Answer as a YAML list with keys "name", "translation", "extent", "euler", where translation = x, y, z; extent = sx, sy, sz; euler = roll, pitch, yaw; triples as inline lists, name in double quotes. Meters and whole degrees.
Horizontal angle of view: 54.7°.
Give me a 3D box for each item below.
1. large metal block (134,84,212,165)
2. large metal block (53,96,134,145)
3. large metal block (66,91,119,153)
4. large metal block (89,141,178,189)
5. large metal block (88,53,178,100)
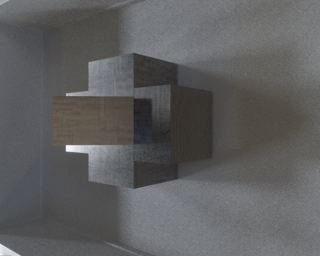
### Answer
- name: "large metal block"
  translation: [0.017, -0.004, 0.353]
  extent: [0.050, 0.081, 0.080]
  euler: [0, 90, 39]
- name: "large metal block"
  translation: [-0.070, -0.008, 0.354]
  extent: [0.081, 0.080, 0.050]
  euler: [0, 90, -5]
- name: "large metal block"
  translation: [-0.084, -0.008, 0.440]
  extent: [0.050, 0.081, 0.080]
  euler: [0, 90, 40]
- name: "large metal block"
  translation: [-0.034, 0.042, 0.398]
  extent: [0.080, 0.081, 0.050]
  euler: [0, 90, 40]
- name: "large metal block"
  translation: [-0.034, -0.058, 0.398]
  extent: [0.080, 0.081, 0.050]
  euler: [0, 90, 40]
